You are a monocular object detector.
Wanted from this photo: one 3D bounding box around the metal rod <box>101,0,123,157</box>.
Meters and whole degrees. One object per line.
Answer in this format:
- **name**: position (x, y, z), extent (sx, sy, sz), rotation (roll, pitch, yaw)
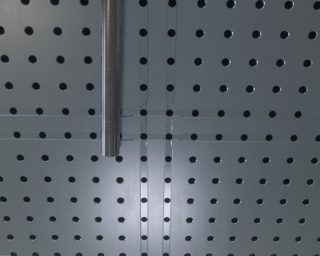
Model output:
- **metal rod**: position (-0.058, -0.105, 0.373), extent (0.025, 0.025, 0.298), rotation (3, 110, -2)
